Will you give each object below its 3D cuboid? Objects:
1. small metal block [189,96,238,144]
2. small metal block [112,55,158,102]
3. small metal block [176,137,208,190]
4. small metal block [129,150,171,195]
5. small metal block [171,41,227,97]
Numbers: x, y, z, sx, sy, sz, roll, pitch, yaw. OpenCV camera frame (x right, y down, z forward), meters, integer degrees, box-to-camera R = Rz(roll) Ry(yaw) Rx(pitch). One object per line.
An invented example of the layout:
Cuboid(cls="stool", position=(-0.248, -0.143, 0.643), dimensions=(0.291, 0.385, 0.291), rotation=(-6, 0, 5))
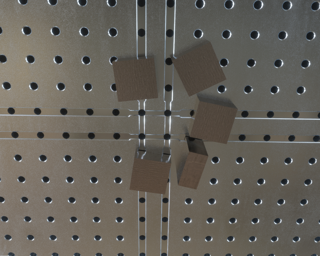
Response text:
Cuboid(cls="small metal block", position=(0.069, -0.011, 0.411), dimensions=(0.050, 0.025, 0.050), rotation=(11, 110, -5))
Cuboid(cls="small metal block", position=(-0.030, -0.063, 0.390), dimensions=(0.050, 0.025, 0.050), rotation=(-6, 110, 1))
Cuboid(cls="small metal block", position=(0.042, 0.046, 0.418), dimensions=(0.025, 0.050, 0.050), rotation=(14, 109, -6))
Cuboid(cls="small metal block", position=(-0.014, 0.062, 0.436), dimensions=(0.050, 0.025, 0.050), rotation=(9, 110, -4))
Cuboid(cls="small metal block", position=(0.048, -0.074, 0.387), dimensions=(0.050, 0.025, 0.050), rotation=(-25, 109, 8))
